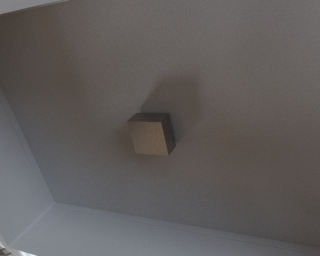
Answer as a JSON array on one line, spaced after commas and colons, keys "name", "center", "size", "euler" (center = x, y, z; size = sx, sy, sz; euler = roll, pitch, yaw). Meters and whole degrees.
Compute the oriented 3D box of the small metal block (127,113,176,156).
[{"name": "small metal block", "center": [-0.010, 0.008, 0.415], "size": [0.050, 0.025, 0.050], "euler": [2, 120, 28]}]
